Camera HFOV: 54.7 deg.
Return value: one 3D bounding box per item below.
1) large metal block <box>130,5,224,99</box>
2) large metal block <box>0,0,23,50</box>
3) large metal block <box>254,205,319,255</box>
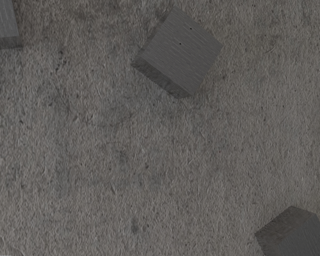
[{"bbox_3d":[0.021,-0.095,0.403,0.080,0.050,0.080,35,79,-17],"label":"large metal block"},{"bbox_3d":[-0.197,-0.125,0.323,0.081,0.050,0.080,-12,94,-20],"label":"large metal block"},{"bbox_3d":[0.205,0.179,0.471,0.080,0.050,0.080,-30,100,-18],"label":"large metal block"}]
